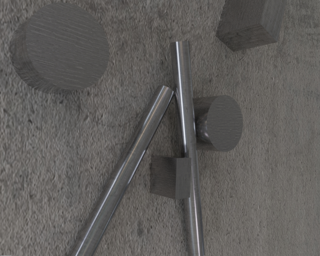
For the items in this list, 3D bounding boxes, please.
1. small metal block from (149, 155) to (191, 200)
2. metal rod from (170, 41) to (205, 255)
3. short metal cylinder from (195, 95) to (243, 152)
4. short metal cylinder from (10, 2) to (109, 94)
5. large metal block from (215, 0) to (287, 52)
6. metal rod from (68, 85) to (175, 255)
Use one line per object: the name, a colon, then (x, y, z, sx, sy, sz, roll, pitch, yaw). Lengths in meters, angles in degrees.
small metal block: (0.013, 0.061, 0.399, 0.025, 0.050, 0.050, 4, 88, -40)
metal rod: (0.039, 0.036, 0.424, 0.025, 0.025, 0.298, -14, 103, -39)
short metal cylinder: (0.076, -0.006, 0.452, 0.081, 0.050, 0.080, 0, 90, -40)
short metal cylinder: (-0.098, -0.076, 0.306, 0.081, 0.050, 0.080, 0, 90, -40)
large metal block: (0.144, -0.175, 0.488, 0.050, 0.080, 0.080, 28, 73, -37)
metal rod: (-0.055, 0.077, 0.358, 0.025, 0.025, 0.300, 40, 66, -33)
